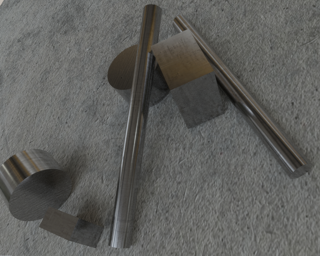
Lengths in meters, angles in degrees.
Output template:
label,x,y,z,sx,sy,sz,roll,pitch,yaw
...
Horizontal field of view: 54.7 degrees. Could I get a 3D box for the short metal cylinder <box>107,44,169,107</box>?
label,x,y,z,sx,sy,sz,roll,pitch,yaw
short metal cylinder,-0.028,-0.074,0.448,0.080,0.050,0.080,-13,56,21

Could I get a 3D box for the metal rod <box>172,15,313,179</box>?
label,x,y,z,sx,sy,sz,roll,pitch,yaw
metal rod,0.085,-0.062,0.397,0.025,0.025,0.300,-33,52,7

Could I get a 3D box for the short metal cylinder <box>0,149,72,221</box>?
label,x,y,z,sx,sy,sz,roll,pitch,yaw
short metal cylinder,-0.166,0.075,0.410,0.080,0.080,0.050,-49,52,-7

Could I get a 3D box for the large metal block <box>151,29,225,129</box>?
label,x,y,z,sx,sy,sz,roll,pitch,yaw
large metal block,0.035,-0.059,0.383,0.050,0.080,0.080,-24,53,5

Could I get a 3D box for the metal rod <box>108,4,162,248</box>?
label,x,y,z,sx,sy,sz,roll,pitch,yaw
metal rod,-0.028,-0.012,0.380,0.025,0.025,0.299,0,76,28

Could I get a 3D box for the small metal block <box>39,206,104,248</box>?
label,x,y,z,sx,sy,sz,roll,pitch,yaw
small metal block,-0.104,0.119,0.370,0.050,0.050,0.025,8,66,32
